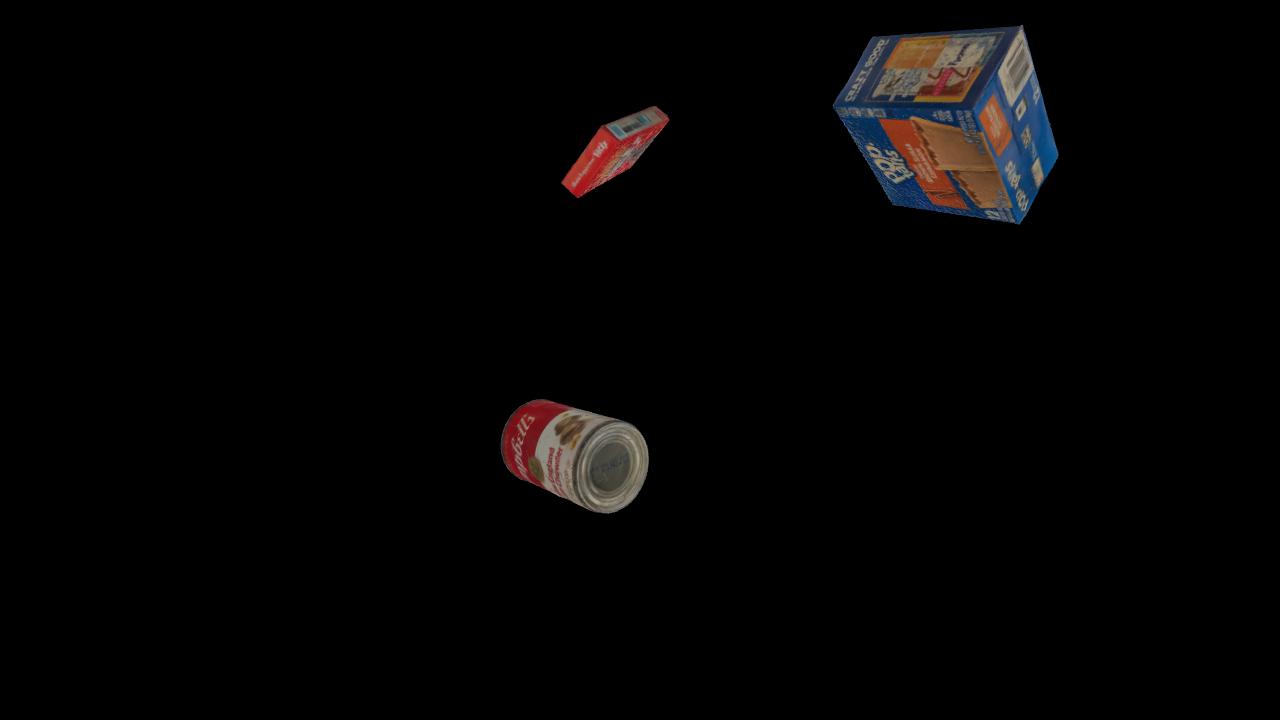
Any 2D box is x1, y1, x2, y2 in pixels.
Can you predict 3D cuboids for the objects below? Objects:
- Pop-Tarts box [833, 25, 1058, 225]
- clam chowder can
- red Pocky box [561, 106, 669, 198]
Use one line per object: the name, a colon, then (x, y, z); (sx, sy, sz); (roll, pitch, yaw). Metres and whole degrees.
Pop-Tarts box: (0.292, -0.218, 0.586); (0.167, 0.083, 0.141); (34, -3, -42)
clam chowder can: (-0.050, 0.070, 0.462); (0.068, 0.068, 0.102); (0, 5, -42)
red Pocky box: (-0.025, -0.238, 0.696); (0.083, 0.028, 0.155); (-41, 6, 37)
